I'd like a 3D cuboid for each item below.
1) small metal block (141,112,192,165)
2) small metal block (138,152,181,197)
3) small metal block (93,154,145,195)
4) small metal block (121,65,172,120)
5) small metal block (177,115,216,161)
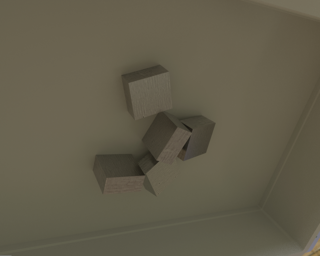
[{"bbox_3d":[0.007,0.011,0.403,0.025,0.050,0.050,22,107,-36],"label":"small metal block"},{"bbox_3d":[-0.002,0.059,0.434,0.050,0.025,0.050,-41,132,-25],"label":"small metal block"},{"bbox_3d":[-0.054,0.058,0.399,0.050,0.050,0.025,1,118,-29],"label":"small metal block"},{"bbox_3d":[-0.015,-0.043,0.374,0.050,0.025,0.050,-19,126,-17],"label":"small metal block"},{"bbox_3d":[0.046,0.013,0.433,0.050,0.025,0.050,-13,126,-43],"label":"small metal block"}]
